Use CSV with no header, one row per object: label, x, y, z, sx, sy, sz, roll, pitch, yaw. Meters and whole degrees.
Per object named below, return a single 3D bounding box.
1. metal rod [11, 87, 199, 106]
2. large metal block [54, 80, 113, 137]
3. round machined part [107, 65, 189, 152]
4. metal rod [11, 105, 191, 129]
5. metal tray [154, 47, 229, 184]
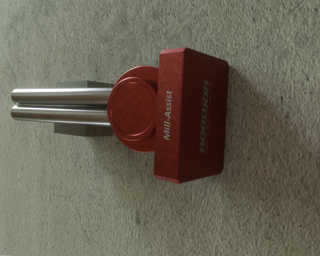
metal rod,-0.088,-0.042,0.418,0.301,0.025,0.025,3,92,27
large metal block,-0.118,-0.030,0.480,0.080,0.050,0.079,4,93,39
round machined part,-0.020,-0.021,0.346,0.098,0.042,0.097,1,93,29
metal rod,-0.089,-0.016,0.419,0.301,0.025,0.025,4,92,27
metal tray,0.036,-0.012,0.332,0.030,0.091,0.129,5,93,40
